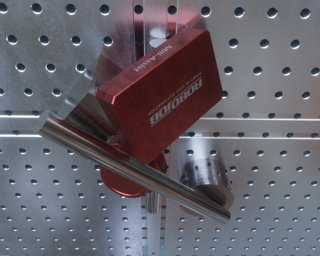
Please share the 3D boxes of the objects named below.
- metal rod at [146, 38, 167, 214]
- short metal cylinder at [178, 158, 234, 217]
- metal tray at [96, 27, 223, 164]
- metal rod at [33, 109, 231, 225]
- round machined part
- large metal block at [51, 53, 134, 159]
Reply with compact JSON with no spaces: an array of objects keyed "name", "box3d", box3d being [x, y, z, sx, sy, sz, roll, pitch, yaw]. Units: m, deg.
[{"name":"metal rod","box3d":[-0.006,0.022,0.430,0.025,0.025,0.298,2,130,-2]},{"name":"short metal cylinder","box3d":[0.069,0.092,0.476,0.081,0.050,0.079,0,130,0]},{"name":"metal tray","box3d":[0.008,-0.035,0.327,0.131,0.030,0.090,-40,131,-22]},{"name":"metal rod","box3d":[-0.008,0.062,0.372,0.025,0.025,0.301,-36,130,26]},{"name":"round machined part","box3d":[-0.043,0.059,0.430,0.098,0.042,0.097,11,131,13]},{"name":"large metal block","box3d":[-0.076,-0.025,0.354,0.050,0.080,0.080,34,122,-26]}]
